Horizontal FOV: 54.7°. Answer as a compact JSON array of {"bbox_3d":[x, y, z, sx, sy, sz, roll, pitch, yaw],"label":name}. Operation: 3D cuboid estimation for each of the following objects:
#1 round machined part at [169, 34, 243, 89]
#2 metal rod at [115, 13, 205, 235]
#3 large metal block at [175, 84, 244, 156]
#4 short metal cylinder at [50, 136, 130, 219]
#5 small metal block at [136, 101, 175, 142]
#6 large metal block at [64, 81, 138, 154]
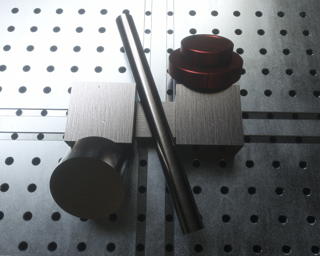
[{"bbox_3d":[0.061,-0.094,0.411,0.099,0.042,0.098,1,35,0],"label":"round machined part"},{"bbox_3d":[-0.007,-0.020,0.391,0.025,0.025,0.299,-16,71,-6],"label":"metal rod"},{"bbox_3d":[0.060,-0.009,0.403,0.081,0.050,0.080,1,70,0],"label":"large metal block"},{"bbox_3d":[-0.077,0.056,0.355,0.080,0.050,0.079,0,113,1],"label":"short metal cylinder"},{"bbox_3d":[-0.006,-0.008,0.415,0.050,0.025,0.050,1,70,0],"label":"small metal block"},{"bbox_3d":[-0.072,-0.013,0.403,0.081,0.050,0.080,2,70,0],"label":"large metal block"}]
